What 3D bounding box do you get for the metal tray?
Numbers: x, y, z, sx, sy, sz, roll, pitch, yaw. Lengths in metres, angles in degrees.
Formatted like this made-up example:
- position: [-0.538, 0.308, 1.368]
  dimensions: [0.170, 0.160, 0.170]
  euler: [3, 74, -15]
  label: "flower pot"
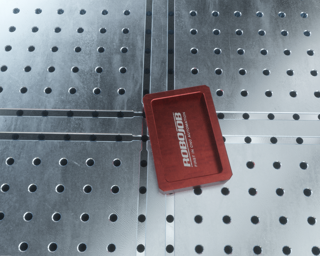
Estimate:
- position: [0.033, 0.013, 0.404]
  dimensions: [0.091, 0.030, 0.130]
  euler: [-10, 70, -4]
  label: "metal tray"
